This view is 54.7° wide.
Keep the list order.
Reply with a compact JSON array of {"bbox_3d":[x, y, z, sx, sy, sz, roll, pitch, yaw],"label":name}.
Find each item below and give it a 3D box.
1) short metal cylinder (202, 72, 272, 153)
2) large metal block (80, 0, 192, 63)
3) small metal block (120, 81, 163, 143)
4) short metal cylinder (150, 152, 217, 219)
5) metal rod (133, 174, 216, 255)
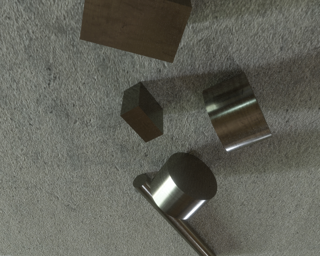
[{"bbox_3d":[0.089,-0.018,0.357,0.050,0.080,0.080,-23,126,18],"label":"short metal cylinder"},{"bbox_3d":[-0.021,-0.109,0.278,0.081,0.080,0.050,12,129,-11],"label":"large metal block"},{"bbox_3d":[-0.020,-0.019,0.374,0.025,0.050,0.050,-27,125,21],"label":"small metal block"},{"bbox_3d":[0.034,0.081,0.441,0.080,0.080,0.050,22,127,-18],"label":"short metal cylinder"},{"bbox_3d":[0.041,0.181,0.561,0.025,0.025,0.300,-23,127,18],"label":"metal rod"}]
